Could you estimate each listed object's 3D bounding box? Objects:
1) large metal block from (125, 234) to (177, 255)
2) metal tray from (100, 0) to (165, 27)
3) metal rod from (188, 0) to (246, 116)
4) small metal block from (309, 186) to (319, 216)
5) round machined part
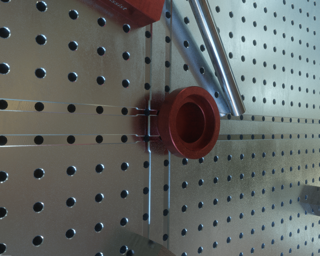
[{"bbox_3d":[-0.009,0.193,0.386,0.080,0.050,0.080,48,62,-30],"label":"large metal block"},{"bbox_3d":[-0.048,-0.192,0.365,0.131,0.030,0.090,22,76,-38],"label":"metal tray"},{"bbox_3d":[0.070,-0.146,0.452,0.025,0.025,0.299,-45,122,-31],"label":"metal rod"},{"bbox_3d":[0.378,0.173,0.726,0.050,0.025,0.050,51,60,-28],"label":"small metal block"},{"bbox_3d":[0.035,-0.007,0.427,0.099,0.042,0.097,0,90,-40],"label":"round machined part"}]
